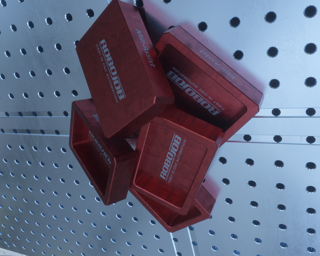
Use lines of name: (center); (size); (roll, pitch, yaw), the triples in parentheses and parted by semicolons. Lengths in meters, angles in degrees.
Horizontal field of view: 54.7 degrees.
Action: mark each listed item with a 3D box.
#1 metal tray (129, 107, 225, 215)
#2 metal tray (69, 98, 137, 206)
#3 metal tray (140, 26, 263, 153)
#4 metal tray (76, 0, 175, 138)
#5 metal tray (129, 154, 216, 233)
metal tray: (0.014, 0.041, 0.386); (0.090, 0.030, 0.129); (25, 127, 12)
metal tray: (-0.085, 0.030, 0.430); (0.130, 0.030, 0.089); (47, 136, 35)
metal tray: (0.040, -0.041, 0.360); (0.130, 0.030, 0.089); (40, 129, 0)
metal tray: (-0.045, -0.064, 0.351); (0.090, 0.030, 0.130); (-34, 69, 38)
metal tray: (0.006, 0.089, 0.458); (0.130, 0.030, 0.090); (48, 128, -6)
